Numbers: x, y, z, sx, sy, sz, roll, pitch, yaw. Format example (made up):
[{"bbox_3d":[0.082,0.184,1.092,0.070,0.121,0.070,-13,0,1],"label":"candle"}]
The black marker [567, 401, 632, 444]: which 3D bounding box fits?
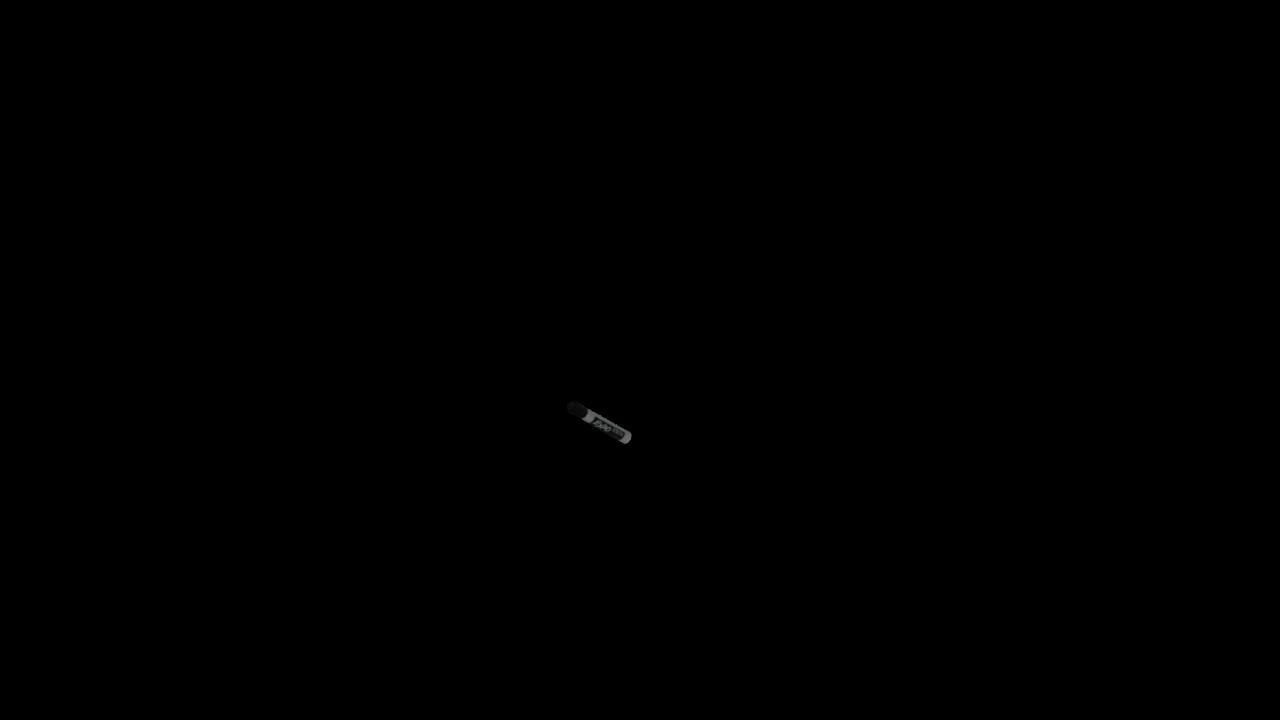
[{"bbox_3d":[-0.056,0.086,0.856,0.020,0.020,0.121,0,-27,44],"label":"black marker"}]
